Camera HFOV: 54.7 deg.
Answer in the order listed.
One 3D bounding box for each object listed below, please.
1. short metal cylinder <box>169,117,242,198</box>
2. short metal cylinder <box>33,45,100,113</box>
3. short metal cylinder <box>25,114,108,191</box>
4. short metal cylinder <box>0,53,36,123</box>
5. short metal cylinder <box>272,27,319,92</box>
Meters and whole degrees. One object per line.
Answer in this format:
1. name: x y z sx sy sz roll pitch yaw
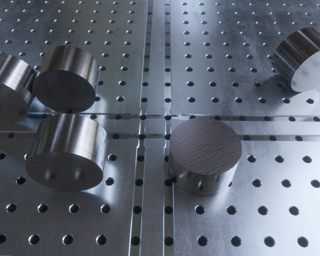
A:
1. short metal cylinder: 0.050 0.034 0.364 0.081 0.050 0.080 0 50 0
2. short metal cylinder: -0.126 -0.065 0.425 0.081 0.080 0.050 0 50 -1
3. short metal cylinder: -0.101 0.029 0.346 0.081 0.080 0.050 0 50 -1
4. short metal cylinder: -0.209 -0.052 0.413 0.080 0.080 0.050 3 50 2
5. short metal cylinder: 0.216 -0.100 0.459 0.081 0.080 0.050 -15 52 -13
